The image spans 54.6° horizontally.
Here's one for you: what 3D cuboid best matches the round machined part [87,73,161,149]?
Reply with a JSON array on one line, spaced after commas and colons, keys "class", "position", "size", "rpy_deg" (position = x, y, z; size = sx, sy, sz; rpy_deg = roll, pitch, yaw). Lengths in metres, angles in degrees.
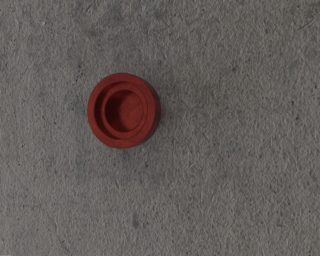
[{"class": "round machined part", "position": [-0.044, -0.022, 0.416], "size": [0.098, 0.042, 0.097], "rpy_deg": [0, 90, 20]}]
